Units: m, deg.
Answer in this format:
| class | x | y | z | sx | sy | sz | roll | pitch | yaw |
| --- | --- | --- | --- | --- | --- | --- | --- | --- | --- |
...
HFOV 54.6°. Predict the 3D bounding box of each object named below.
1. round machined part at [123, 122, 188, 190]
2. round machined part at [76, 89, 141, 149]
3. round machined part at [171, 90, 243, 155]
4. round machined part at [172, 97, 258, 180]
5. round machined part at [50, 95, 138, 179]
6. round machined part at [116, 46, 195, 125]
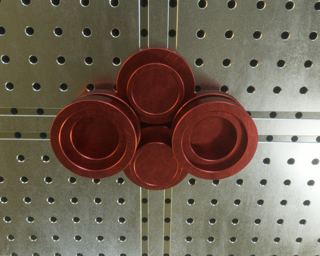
| class | x | y | z | sx | sy | sz | roll | pitch | yaw |
| --- | --- | --- | --- | --- | --- | --- | --- | --- | --- |
| round machined part | -0.005 | 0.043 | 0.419 | 0.099 | 0.042 | 0.097 | 0 | 110 | 0 |
| round machined part | -0.073 | -0.003 | 0.402 | 0.099 | 0.042 | 0.097 | 0 | 110 | 0 |
| round machined part | 0.063 | -0.003 | 0.403 | 0.099 | 0.042 | 0.097 | 0 | 110 | 0 |
| round machined part | 0.063 | 0.010 | 0.373 | 0.099 | 0.042 | 0.097 | 0 | 110 | 0 |
| round machined part | -0.076 | 0.008 | 0.372 | 0.099 | 0.042 | 0.097 | 0 | 110 | 0 |
| round machined part | -0.005 | -0.050 | 0.386 | 0.099 | 0.042 | 0.097 | 0 | 110 | 0 |
